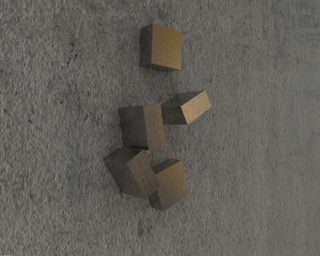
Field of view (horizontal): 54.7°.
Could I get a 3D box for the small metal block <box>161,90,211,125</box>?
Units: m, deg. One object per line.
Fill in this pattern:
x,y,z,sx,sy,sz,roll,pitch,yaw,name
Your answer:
0.031,-0.027,0.414,0.050,0.050,0.025,-35,112,-35,small metal block

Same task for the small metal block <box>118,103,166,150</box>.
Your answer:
-0.022,-0.002,0.369,0.025,0.050,0.050,-12,98,-39,small metal block

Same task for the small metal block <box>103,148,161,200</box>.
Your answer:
-0.033,0.052,0.360,0.025,0.050,0.050,-39,114,-33,small metal block

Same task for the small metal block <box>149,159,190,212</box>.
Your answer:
0.009,0.074,0.412,0.050,0.025,0.050,-24,105,-37,small metal block

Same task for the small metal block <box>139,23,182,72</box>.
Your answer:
0.002,-0.103,0.405,0.050,0.025,0.050,3,88,-40,small metal block
